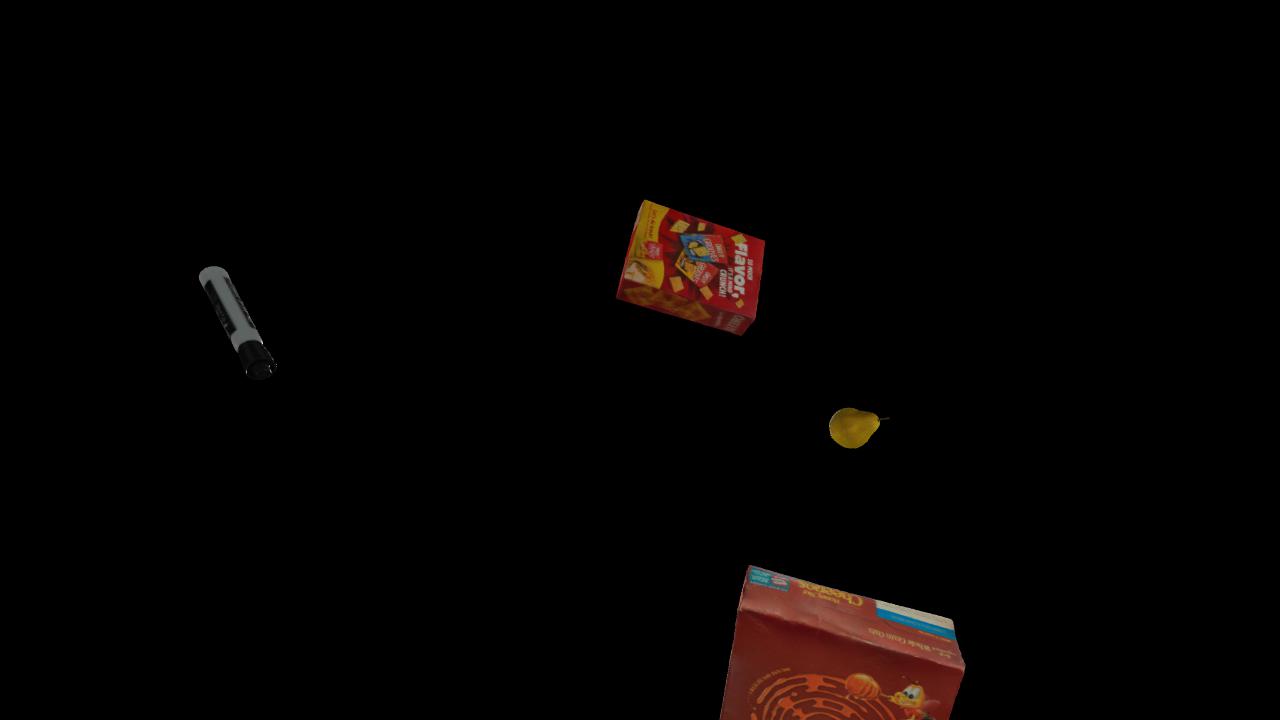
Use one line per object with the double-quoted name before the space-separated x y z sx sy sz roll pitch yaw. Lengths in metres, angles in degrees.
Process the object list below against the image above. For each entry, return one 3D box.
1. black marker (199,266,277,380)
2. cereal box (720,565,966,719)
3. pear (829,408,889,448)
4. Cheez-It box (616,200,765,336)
"black marker" -0.284 -0.027 0.433 0.020 0.020 0.121 0 37 -51
"cereal box" 0.185 0.381 0.634 0.203 0.306 0.081 10 18 15
"pear" 0.413 0.122 1.160 0.080 0.080 0.111 0 -24 -30
"Cheez-It box" 0.087 -0.152 1.015 0.223 0.166 0.071 16 -28 -7
